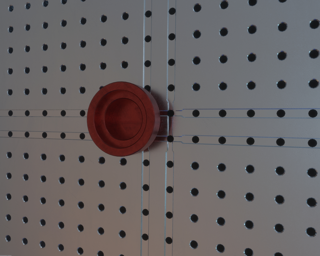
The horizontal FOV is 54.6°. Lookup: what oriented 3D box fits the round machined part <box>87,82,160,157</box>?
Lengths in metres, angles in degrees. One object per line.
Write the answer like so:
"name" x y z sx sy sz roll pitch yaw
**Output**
"round machined part" -0.045 -0.012 0.420 0.098 0.042 0.097 0 90 20
